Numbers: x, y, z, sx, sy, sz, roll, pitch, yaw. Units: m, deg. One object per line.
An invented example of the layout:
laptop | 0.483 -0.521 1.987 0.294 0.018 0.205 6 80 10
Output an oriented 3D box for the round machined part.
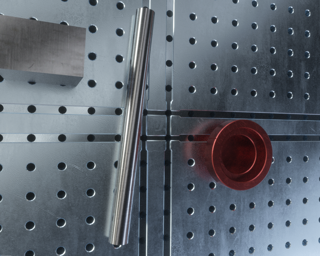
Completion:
round machined part | 0.107 0.037 0.443 0.099 0.042 0.097 0 90 -20

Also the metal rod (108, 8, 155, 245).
metal rod | -0.036 -0.004 0.399 0.025 0.025 0.298 7 88 -20

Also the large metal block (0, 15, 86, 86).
large metal block | -0.127 -0.078 0.336 0.081 0.080 0.050 3 89 -20
